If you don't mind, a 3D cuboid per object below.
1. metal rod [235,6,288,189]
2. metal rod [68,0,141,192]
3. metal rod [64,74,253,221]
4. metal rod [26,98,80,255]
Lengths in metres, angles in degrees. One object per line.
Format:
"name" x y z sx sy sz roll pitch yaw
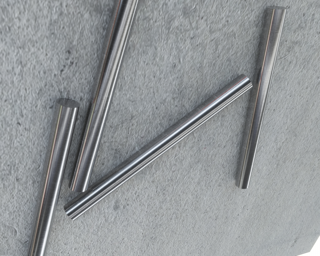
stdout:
"metal rod" 0.148 -0.027 0.473 0.025 0.025 0.298 -13 124 -22
"metal rod" -0.058 -0.056 0.341 0.025 0.025 0.298 6 116 -31
"metal rod" 0.001 0.024 0.423 0.301 0.025 0.025 -37 130 -4
"metal rod" -0.145 0.103 0.392 0.025 0.025 0.298 5 116 -31
